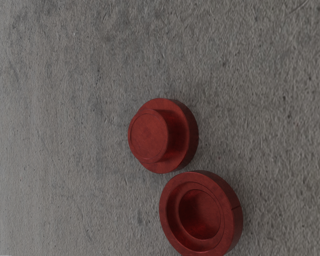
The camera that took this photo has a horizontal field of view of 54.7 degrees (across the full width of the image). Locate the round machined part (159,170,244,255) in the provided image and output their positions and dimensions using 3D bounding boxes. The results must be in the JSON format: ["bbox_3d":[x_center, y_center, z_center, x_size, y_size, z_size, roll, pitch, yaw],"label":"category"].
[{"bbox_3d":[0.050,0.096,0.353,0.098,0.042,0.097,0,90,40],"label":"round machined part"}]

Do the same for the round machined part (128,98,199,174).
[{"bbox_3d":[-0.003,0.010,0.397,0.098,0.042,0.097,0,90,40],"label":"round machined part"}]
